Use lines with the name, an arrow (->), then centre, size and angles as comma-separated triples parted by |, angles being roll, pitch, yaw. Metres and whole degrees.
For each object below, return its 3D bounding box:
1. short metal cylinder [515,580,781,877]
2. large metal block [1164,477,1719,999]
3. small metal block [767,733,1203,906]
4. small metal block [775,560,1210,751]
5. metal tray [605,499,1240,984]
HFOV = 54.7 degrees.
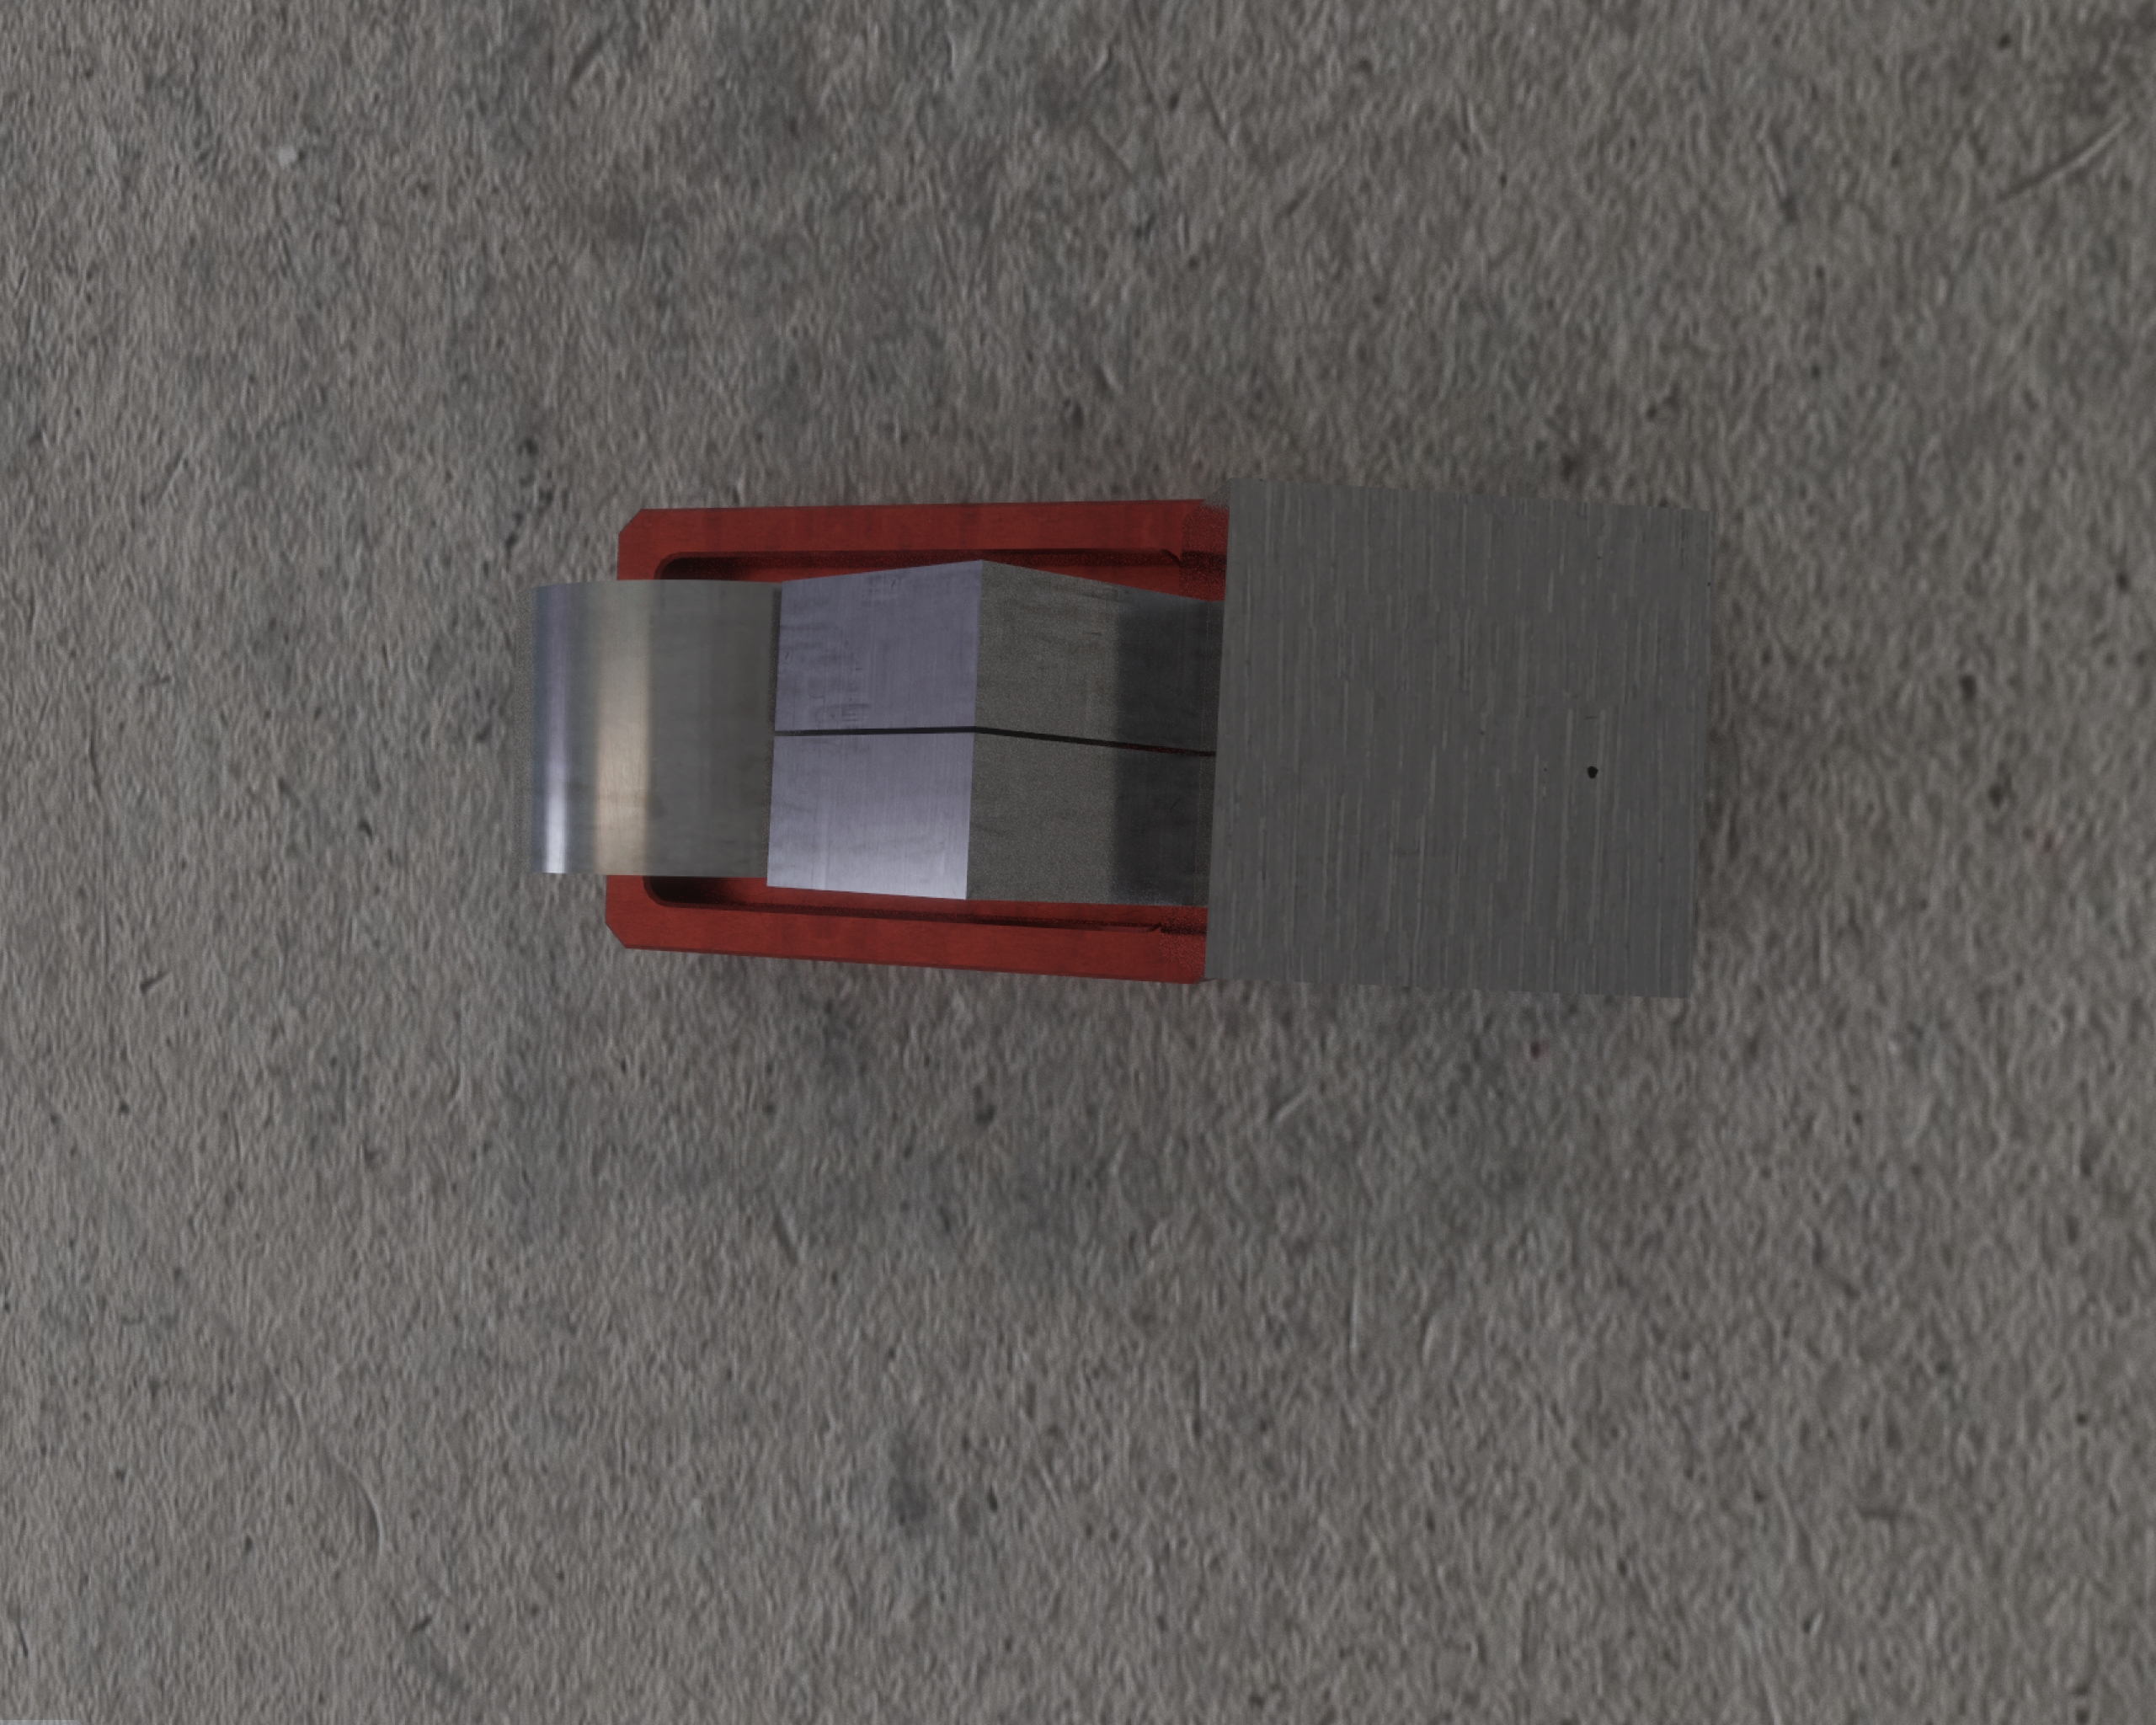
short metal cylinder -> -0.063, -0.023, 0.390 | 0.080, 0.080, 0.050 | 1, 91, 20
large metal block -> 0.060, -0.020, 0.360 | 0.081, 0.050, 0.079 | 3, 91, -6
small metal block -> -0.015, -0.007, 0.346 | 0.050, 0.050, 0.025 | 3, 90, 46
small metal block -> -0.014, -0.033, 0.346 | 0.050, 0.050, 0.025 | 3, 90, 46
metal tray -> -0.029, -0.025, 0.417 | 0.130, 0.030, 0.089 | 2, 91, 19
